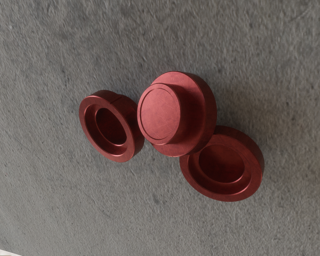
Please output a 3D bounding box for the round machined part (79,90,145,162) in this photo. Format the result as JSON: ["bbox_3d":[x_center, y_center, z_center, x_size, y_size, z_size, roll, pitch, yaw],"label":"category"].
[{"bbox_3d":[-0.058,-0.006,0.412,0.098,0.042,0.097,23,131,29],"label":"round machined part"}]

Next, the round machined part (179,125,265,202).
[{"bbox_3d":[0.077,0.039,0.379,0.098,0.042,0.097,13,124,20],"label":"round machined part"}]

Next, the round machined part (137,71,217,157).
[{"bbox_3d":[0.012,-0.016,0.350,0.098,0.042,0.097,2,93,44],"label":"round machined part"}]
